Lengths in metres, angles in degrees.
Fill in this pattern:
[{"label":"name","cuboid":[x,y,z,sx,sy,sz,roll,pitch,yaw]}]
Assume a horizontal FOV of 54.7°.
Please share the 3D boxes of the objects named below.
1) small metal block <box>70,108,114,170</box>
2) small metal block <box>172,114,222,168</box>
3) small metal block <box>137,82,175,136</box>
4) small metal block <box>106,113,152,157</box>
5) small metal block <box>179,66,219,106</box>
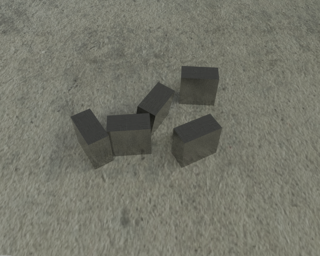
[{"label":"small metal block","cuboid":[-0.082,0.013,0.375,0.025,0.050,0.050,-27,55,-21]},{"label":"small metal block","cuboid":[0.043,0.016,0.374,0.050,0.050,0.025,-22,54,-18]},{"label":"small metal block","cuboid":[-0.008,-0.023,0.404,0.025,0.050,0.050,30,55,10]},{"label":"small metal block","cuboid":[-0.037,0.009,0.379,0.050,0.050,0.025,-4,51,-3]},{"label":"small metal block","cuboid":[0.054,-0.059,0.437,0.050,0.050,0.025,3,50,2]}]
